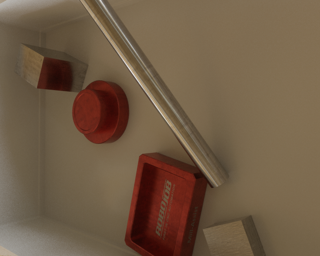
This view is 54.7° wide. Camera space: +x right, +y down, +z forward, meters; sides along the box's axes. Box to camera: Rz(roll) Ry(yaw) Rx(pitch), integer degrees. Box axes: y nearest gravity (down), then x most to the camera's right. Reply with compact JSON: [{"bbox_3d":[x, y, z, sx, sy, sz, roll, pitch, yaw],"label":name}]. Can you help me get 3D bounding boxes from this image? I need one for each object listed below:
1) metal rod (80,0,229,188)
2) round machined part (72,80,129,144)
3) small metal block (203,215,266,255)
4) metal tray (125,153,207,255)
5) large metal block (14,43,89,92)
[{"bbox_3d":[-0.018,-0.062,0.343,0.025,0.025,0.299,-33,94,35],"label":"metal rod"},{"bbox_3d":[-0.097,-0.024,0.473,0.098,0.042,0.097,0,90,39],"label":"round machined part"},{"bbox_3d":[0.082,0.128,0.338,0.050,0.025,0.050,-28,73,36],"label":"small metal block"},{"bbox_3d":[0.005,0.105,0.397,0.090,0.030,0.129,17,101,38],"label":"metal tray"},{"bbox_3d":[-0.182,-0.100,0.518,0.080,0.081,0.050,31,109,35],"label":"large metal block"}]
